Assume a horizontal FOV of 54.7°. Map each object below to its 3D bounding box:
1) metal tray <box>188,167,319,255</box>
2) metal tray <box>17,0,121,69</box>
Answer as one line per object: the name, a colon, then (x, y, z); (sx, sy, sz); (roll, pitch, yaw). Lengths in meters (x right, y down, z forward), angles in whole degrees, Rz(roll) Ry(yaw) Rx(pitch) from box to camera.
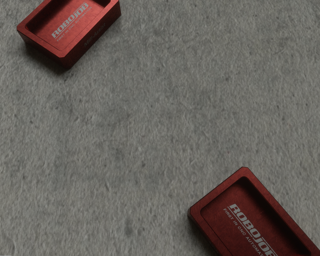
metal tray: (0.106, 0.122, 0.361); (0.090, 0.030, 0.130); (-35, 74, -12)
metal tray: (-0.132, -0.161, 0.462); (0.090, 0.030, 0.130); (34, 73, 11)
